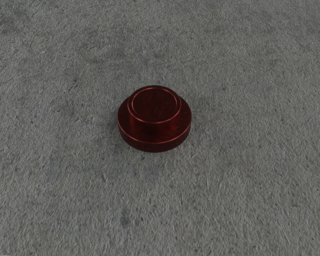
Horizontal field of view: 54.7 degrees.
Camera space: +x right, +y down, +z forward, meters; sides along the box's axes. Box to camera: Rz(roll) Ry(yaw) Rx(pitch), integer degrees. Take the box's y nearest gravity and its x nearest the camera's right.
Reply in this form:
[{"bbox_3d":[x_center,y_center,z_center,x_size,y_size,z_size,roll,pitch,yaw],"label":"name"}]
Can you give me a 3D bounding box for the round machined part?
[{"bbox_3d":[-0.007,-0.019,0.409,0.099,0.042,0.098,0,50,0],"label":"round machined part"}]
